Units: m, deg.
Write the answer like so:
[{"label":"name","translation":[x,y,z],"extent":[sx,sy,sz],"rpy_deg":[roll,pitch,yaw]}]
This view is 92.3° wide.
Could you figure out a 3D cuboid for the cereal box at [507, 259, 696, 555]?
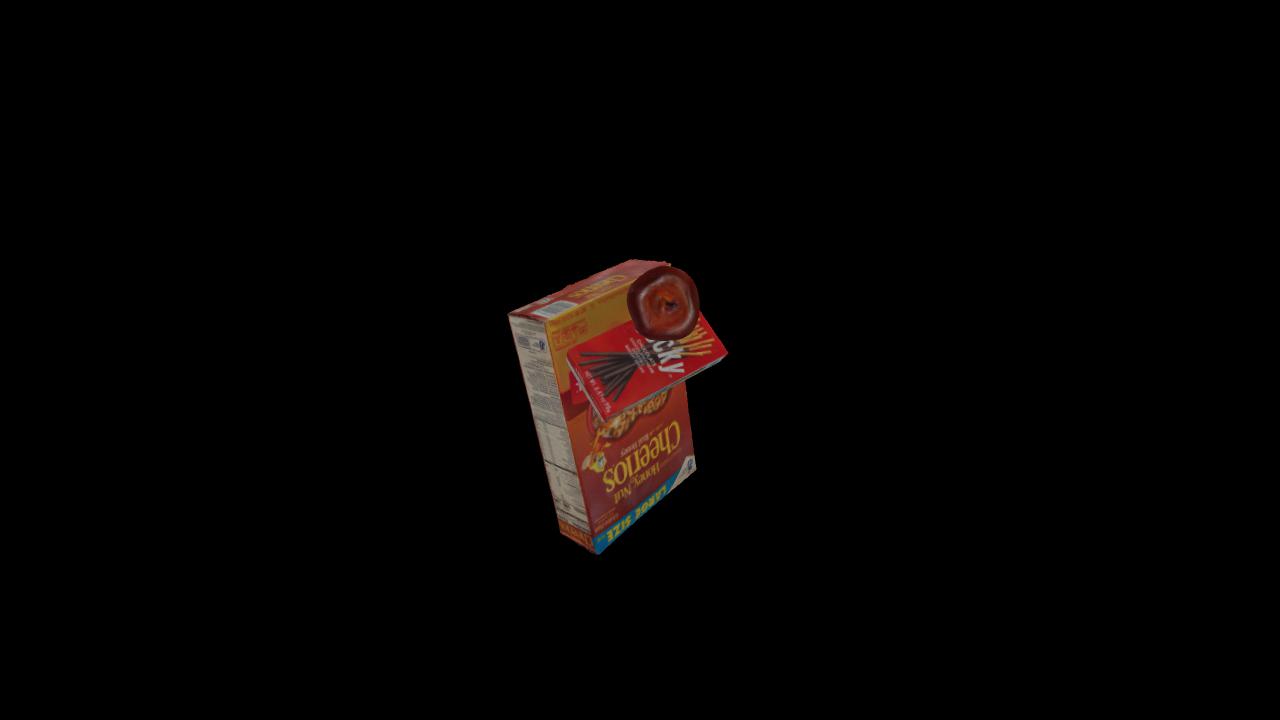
[{"label":"cereal box","translation":[-0.030,0.053,0.751],"extent":[0.081,0.306,0.203],"rpy_deg":[13,32,41]}]

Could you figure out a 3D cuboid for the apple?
[{"label":"apple","translation":[0.025,-0.057,0.633],"extent":[0.079,0.079,0.093],"rpy_deg":[0,7,-7]}]

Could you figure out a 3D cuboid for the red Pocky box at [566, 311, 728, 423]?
[{"label":"red Pocky box","translation":[0.008,-0.005,0.642],"extent":[0.155,0.083,0.028],"rpy_deg":[-27,-16,-22]}]
